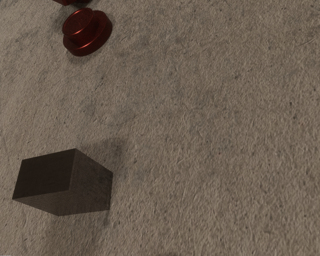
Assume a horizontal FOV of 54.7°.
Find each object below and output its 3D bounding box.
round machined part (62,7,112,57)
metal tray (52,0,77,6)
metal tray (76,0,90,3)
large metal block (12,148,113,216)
[{"bbox_3d":[-0.142,-0.185,0.579,0.098,0.042,0.098,-13,56,20],"label":"round machined part"},{"bbox_3d":[-0.175,-0.312,0.657,0.131,0.030,0.090,-40,52,-20],"label":"metal tray"},{"bbox_3d":[-0.174,-0.340,0.668,0.090,0.030,0.129,20,93,35],"label":"metal tray"},{"bbox_3d":[-0.116,0.071,0.384,0.080,0.080,0.050,-13,57,21],"label":"large metal block"}]
